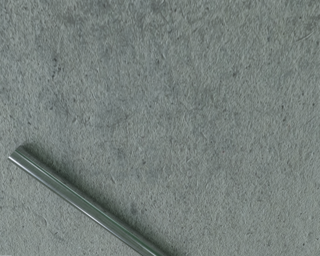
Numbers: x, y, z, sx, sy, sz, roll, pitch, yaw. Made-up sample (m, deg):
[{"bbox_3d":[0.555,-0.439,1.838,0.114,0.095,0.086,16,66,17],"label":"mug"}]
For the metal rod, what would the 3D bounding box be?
[{"bbox_3d":[-0.088,0.128,0.455,0.300,0.025,0.025,41,105,-14],"label":"metal rod"}]
